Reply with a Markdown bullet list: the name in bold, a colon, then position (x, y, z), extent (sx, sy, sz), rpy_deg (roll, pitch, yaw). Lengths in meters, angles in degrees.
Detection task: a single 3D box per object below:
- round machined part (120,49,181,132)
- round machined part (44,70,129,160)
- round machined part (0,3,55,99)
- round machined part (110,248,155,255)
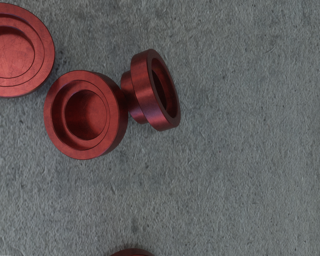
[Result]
- **round machined part**: position (-0.013, -0.042, 0.376), extent (0.042, 0.098, 0.097), rpy_deg (-17, 97, 18)
- **round machined part**: position (-0.079, -0.015, 0.353), extent (0.098, 0.042, 0.097), rpy_deg (2, 95, 21)
- **round machined part**: position (-0.167, -0.081, 0.338), extent (0.099, 0.042, 0.097), rpy_deg (0, 90, -20)
- **round machined part**: position (-0.040, 0.198, 0.386), extent (0.099, 0.042, 0.097), rpy_deg (0, 90, -20)
